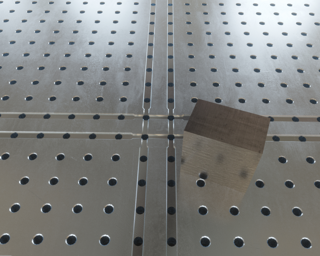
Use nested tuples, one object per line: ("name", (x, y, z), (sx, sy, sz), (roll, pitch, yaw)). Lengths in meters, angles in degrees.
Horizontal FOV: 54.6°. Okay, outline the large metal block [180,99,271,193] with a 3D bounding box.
("large metal block", (0.071, 0.022, 0.354), (0.080, 0.080, 0.050), (17, 52, 14))
